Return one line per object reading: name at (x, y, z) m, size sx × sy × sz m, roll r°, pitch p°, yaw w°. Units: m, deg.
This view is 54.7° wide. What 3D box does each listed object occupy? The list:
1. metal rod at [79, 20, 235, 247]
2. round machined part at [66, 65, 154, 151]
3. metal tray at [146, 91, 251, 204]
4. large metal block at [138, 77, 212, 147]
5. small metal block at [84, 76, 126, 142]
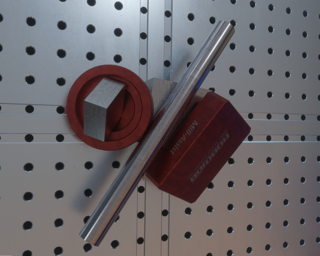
metal rod at (0.004, -0.003, 0.361) m, size 0.025 × 0.025 × 0.300 m, roll 36°, pitch 78°, yaw -17°
round machined part at (-0.056, -0.024, 0.370) m, size 0.099 × 0.042 × 0.097 m, roll 0°, pitch 93°, yaw 5°
metal tray at (0.052, 0.029, 0.395) m, size 0.130 × 0.030 × 0.090 m, roll -52°, pitch 139°, yaw 1°
large metal block at (0.015, -0.015, 0.406) m, size 0.081 × 0.050 × 0.080 m, roll 10°, pitch 87°, yaw -20°
small metal block at (-0.062, -0.022, 0.347) m, size 0.025 × 0.050 × 0.050 m, roll 20°, pitch 44°, yaw 6°
